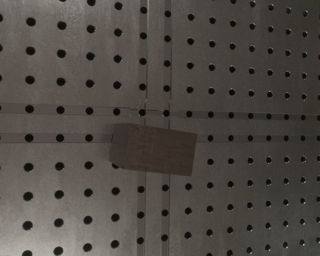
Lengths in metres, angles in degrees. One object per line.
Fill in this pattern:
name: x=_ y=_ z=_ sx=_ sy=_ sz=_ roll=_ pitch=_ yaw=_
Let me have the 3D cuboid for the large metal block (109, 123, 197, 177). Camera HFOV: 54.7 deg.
large metal block: x=-0.011 y=0.025 z=0.380 sx=0.081 sy=0.080 sz=0.050 roll=9 pitch=87 yaw=-20
